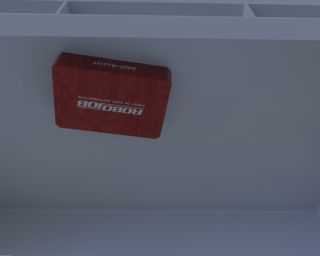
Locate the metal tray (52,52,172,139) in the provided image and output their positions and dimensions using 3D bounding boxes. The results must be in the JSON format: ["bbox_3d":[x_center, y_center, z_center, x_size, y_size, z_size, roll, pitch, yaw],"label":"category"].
[{"bbox_3d":[-0.058,-0.036,0.375,0.131,0.030,0.089,7,130,-6],"label":"metal tray"}]
